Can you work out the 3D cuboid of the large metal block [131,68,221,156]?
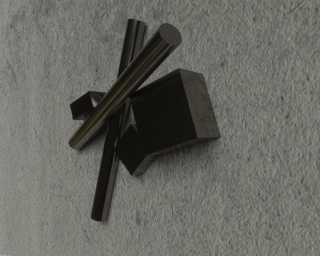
[{"bbox_3d":[0.016,-0.016,0.374,0.080,0.050,0.080,-22,76,37],"label":"large metal block"}]

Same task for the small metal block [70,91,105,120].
[{"bbox_3d":[-0.098,-0.032,0.467,0.050,0.050,0.025,-26,74,37],"label":"small metal block"}]

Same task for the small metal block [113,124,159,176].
[{"bbox_3d":[-0.031,0.029,0.429,0.050,0.025,0.050,51,120,27],"label":"small metal block"}]

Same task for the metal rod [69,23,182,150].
[{"bbox_3d":[-0.065,-0.031,0.403,0.299,0.025,0.025,-37,67,51],"label":"metal rod"}]

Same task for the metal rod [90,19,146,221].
[{"bbox_3d":[-0.064,-0.005,0.454,0.025,0.025,0.298,20,103,38],"label":"metal rod"}]
